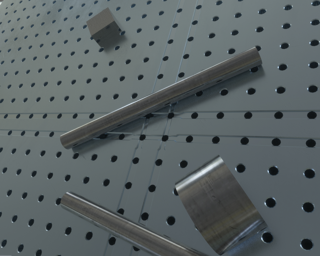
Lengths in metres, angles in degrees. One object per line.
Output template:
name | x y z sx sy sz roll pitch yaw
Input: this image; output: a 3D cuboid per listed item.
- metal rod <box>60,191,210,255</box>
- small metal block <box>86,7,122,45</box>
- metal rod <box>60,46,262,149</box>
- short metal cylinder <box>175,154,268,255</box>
metal rod | 0.001 0.126 0.329 0.300 0.025 0.025 14 69 33
small metal block | -0.105 -0.190 0.578 0.050 0.025 0.050 -31 52 8
metal rod | -0.008 -0.036 0.433 0.301 0.025 0.025 -23 54 13
short metal cylinder | 0.058 0.072 0.298 0.050 0.080 0.080 -34 52 6
